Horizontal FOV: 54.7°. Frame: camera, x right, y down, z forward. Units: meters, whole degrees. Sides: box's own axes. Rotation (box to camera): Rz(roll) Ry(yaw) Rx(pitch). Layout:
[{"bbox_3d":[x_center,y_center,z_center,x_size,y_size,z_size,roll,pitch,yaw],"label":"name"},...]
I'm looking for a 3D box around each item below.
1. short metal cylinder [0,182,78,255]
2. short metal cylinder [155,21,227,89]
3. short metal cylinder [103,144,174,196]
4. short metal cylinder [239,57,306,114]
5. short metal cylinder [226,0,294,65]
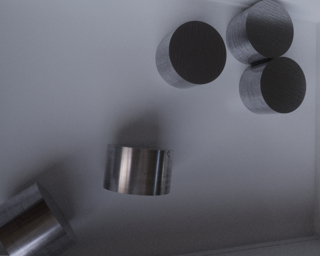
[{"bbox_3d":[-0.133,0.105,0.333,0.050,0.080,0.080,-34,101,-17],"label":"short metal cylinder"},{"bbox_3d":[0.040,-0.095,0.412,0.081,0.050,0.080,0,90,-20],"label":"short metal cylinder"},{"bbox_3d":[-0.026,0.048,0.372,0.081,0.080,0.050,6,88,-20],"label":"short metal cylinder"},{"bbox_3d":[0.166,-0.060,0.458,0.081,0.050,0.080,0,90,-20],"label":"short metal cylinder"},{"bbox_3d":[0.144,-0.136,0.450,0.081,0.050,0.080,0,90,-20],"label":"short metal cylinder"}]
